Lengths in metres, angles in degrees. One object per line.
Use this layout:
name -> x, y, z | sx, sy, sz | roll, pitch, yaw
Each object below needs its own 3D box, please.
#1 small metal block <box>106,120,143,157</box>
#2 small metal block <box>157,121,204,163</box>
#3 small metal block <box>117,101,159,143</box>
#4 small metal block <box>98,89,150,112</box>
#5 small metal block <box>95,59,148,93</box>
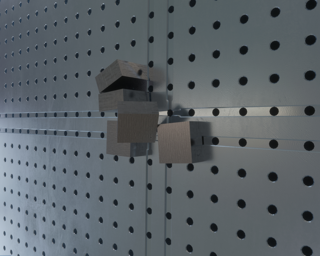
small metal block -> -0.052, 0.015, 0.454 | 0.050, 0.025, 0.050 | 3, 92, 40
small metal block -> 0.025, 0.018, 0.390 | 0.050, 0.025, 0.050 | -6, 86, 40
small metal block -> -0.030, -0.007, 0.403 | 0.025, 0.050, 0.050 | -100, 14, -47
small metal block -> -0.050, -0.037, 0.436 | 0.050, 0.050, 0.025 | -5, 87, 40
small metal block -> -0.054, -0.070, 0.439 | 0.050, 0.050, 0.025 | -29, 72, 36
